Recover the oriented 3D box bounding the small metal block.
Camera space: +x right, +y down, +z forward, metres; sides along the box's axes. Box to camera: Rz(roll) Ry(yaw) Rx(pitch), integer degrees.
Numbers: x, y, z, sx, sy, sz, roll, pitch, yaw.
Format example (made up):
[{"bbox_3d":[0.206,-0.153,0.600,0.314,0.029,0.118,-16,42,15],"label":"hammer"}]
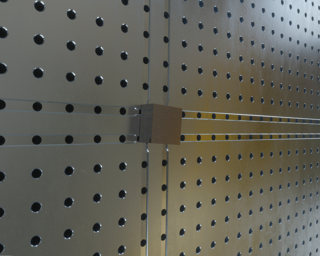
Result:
[{"bbox_3d":[0.002,-0.004,0.412,0.050,0.025,0.050,6,86,-40],"label":"small metal block"}]
